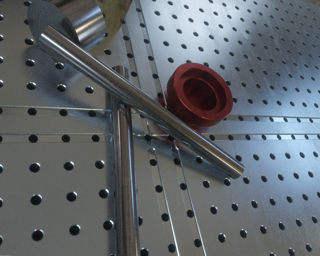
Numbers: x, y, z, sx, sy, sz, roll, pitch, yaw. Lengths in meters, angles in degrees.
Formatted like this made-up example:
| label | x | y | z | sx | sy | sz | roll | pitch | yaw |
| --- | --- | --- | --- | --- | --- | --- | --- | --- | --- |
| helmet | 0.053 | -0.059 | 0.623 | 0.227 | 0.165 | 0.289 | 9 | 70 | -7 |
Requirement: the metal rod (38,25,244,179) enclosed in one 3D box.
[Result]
| label | x | y | z | sx | sy | sz | roll | pitch | yaw |
| --- | --- | --- | --- | --- | --- | --- | --- | --- | --- |
| metal rod | -0.011 | -0.023 | 0.388 | 0.301 | 0.025 | 0.025 | 35 | 51 | -16 |

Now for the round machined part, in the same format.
| label | x | y | z | sx | sy | sz | roll | pitch | yaw |
| --- | --- | --- | --- | --- | --- | --- | --- | --- | --- |
| round machined part | 0.054 | -0.044 | 0.453 | 0.099 | 0.042 | 0.098 | 14 | 56 | -21 |

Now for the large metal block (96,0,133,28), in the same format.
| label | x | y | z | sx | sy | sz | roll | pitch | yaw |
| --- | --- | --- | --- | --- | --- | --- | --- | --- | --- |
| large metal block | -0.075 | -0.212 | 0.462 | 0.050 | 0.080 | 0.080 | 3 | 60 | -27 |

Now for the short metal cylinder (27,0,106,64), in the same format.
| label | x | y | z | sx | sy | sz | roll | pitch | yaw |
| --- | --- | --- | --- | --- | --- | --- | --- | --- | --- |
| short metal cylinder | -0.116 | -0.128 | 0.389 | 0.080 | 0.080 | 0.050 | 40 | 51 | -2 |

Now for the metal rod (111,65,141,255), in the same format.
| label | x | y | z | sx | sy | sz | roll | pitch | yaw |
| --- | --- | --- | --- | --- | --- | --- | --- | --- | --- |
| metal rod | -0.041 | 0.053 | 0.353 | 0.025 | 0.025 | 0.299 | 8 | 58 | -24 |
